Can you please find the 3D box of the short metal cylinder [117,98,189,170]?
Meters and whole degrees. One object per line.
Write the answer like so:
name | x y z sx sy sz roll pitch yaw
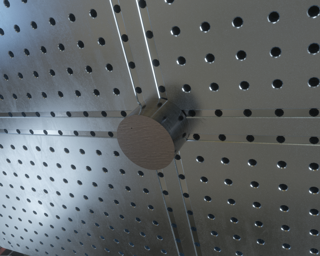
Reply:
short metal cylinder | -0.008 0.008 0.405 0.080 0.050 0.080 13 124 21
